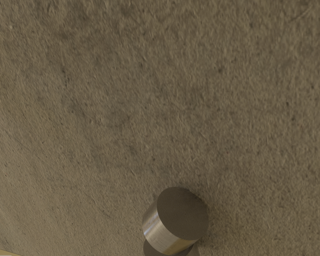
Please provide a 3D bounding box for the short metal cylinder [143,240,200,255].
[{"bbox_3d":[0.020,0.195,0.480,0.080,0.080,0.050,-2,117,29],"label":"short metal cylinder"}]

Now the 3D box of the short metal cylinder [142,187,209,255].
[{"bbox_3d":[0.021,0.131,0.440,0.080,0.080,0.050,36,129,4],"label":"short metal cylinder"}]
